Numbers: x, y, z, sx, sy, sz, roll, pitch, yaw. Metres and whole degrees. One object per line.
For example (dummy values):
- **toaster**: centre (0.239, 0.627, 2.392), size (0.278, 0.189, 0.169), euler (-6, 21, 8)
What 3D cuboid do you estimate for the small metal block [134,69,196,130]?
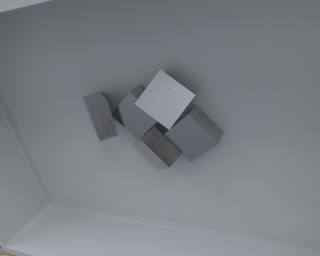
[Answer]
- **small metal block**: centre (0.007, -0.033, 0.367), size (0.050, 0.025, 0.050), euler (37, 94, 3)

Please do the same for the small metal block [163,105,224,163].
- **small metal block**: centre (0.042, 0.008, 0.388), size (0.050, 0.025, 0.050), euler (46, 129, -4)

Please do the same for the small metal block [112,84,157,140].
- **small metal block**: centre (-0.028, -0.020, 0.407), size (0.050, 0.025, 0.050), euler (44, 129, -3)

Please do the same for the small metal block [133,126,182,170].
- **small metal block**: centre (-0.005, 0.028, 0.410), size (0.050, 0.025, 0.050), euler (45, 160, -3)

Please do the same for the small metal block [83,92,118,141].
- **small metal block**: centre (-0.081, -0.017, 0.420), size (0.050, 0.025, 0.050), euler (-137, 30, -61)
